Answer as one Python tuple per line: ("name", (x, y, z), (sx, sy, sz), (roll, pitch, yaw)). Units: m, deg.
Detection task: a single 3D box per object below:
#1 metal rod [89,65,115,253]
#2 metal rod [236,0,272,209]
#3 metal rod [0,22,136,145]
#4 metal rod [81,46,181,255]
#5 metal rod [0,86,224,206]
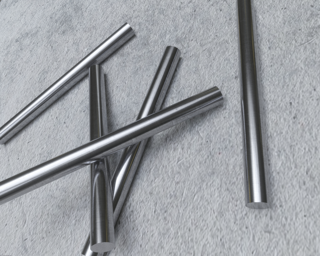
("metal rod", (-0.082, 0.013, 0.416), (0.025, 0.025, 0.300), (-24, 46, 13))
("metal rod", (0.110, -0.054, 0.378), (0.025, 0.025, 0.299), (-8, 58, 23))
("metal rod", (-0.166, -0.076, 0.534), (0.300, 0.025, 0.025), (-40, 51, 0))
("metal rod", (-0.029, 0.016, 0.407), (0.025, 0.025, 0.300), (7, 65, 31))
("metal rod", (-0.062, 0.020, 0.370), (0.302, 0.025, 0.025), (-24, 51, -8))
